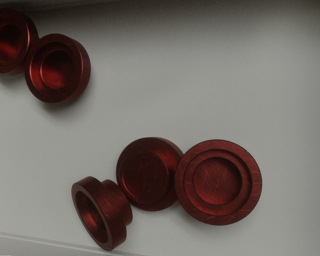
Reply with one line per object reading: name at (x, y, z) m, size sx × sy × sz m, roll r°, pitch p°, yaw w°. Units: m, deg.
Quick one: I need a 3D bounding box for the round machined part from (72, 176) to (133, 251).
round machined part at (-0.073, 0.107, 0.409) m, size 0.098 × 0.042 × 0.097 m, roll 30°, pitch 133°, yaw 39°

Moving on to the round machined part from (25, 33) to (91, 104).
round machined part at (-0.143, -0.083, 0.450) m, size 0.098 × 0.042 × 0.097 m, roll 0°, pitch 90°, yaw 19°

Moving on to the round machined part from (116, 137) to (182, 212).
round machined part at (-0.014, 0.061, 0.406) m, size 0.098 × 0.042 × 0.097 m, roll 0°, pitch 90°, yaw 19°

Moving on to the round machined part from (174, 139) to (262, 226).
round machined part at (0.068, 0.062, 0.371) m, size 0.098 × 0.042 × 0.097 m, roll 0°, pitch 89°, yaw 9°

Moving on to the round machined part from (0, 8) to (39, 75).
round machined part at (-0.227, -0.130, 0.480) m, size 0.098 × 0.042 × 0.097 m, roll 0°, pitch 90°, yaw 19°
